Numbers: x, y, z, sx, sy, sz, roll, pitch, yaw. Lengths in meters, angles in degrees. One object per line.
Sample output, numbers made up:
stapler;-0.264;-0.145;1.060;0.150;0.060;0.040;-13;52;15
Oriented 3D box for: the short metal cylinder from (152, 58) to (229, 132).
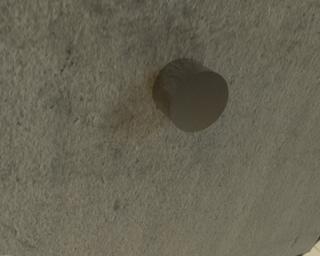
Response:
short metal cylinder;0.038;-0.041;0.387;0.081;0.050;0.079;-14;125;-21
